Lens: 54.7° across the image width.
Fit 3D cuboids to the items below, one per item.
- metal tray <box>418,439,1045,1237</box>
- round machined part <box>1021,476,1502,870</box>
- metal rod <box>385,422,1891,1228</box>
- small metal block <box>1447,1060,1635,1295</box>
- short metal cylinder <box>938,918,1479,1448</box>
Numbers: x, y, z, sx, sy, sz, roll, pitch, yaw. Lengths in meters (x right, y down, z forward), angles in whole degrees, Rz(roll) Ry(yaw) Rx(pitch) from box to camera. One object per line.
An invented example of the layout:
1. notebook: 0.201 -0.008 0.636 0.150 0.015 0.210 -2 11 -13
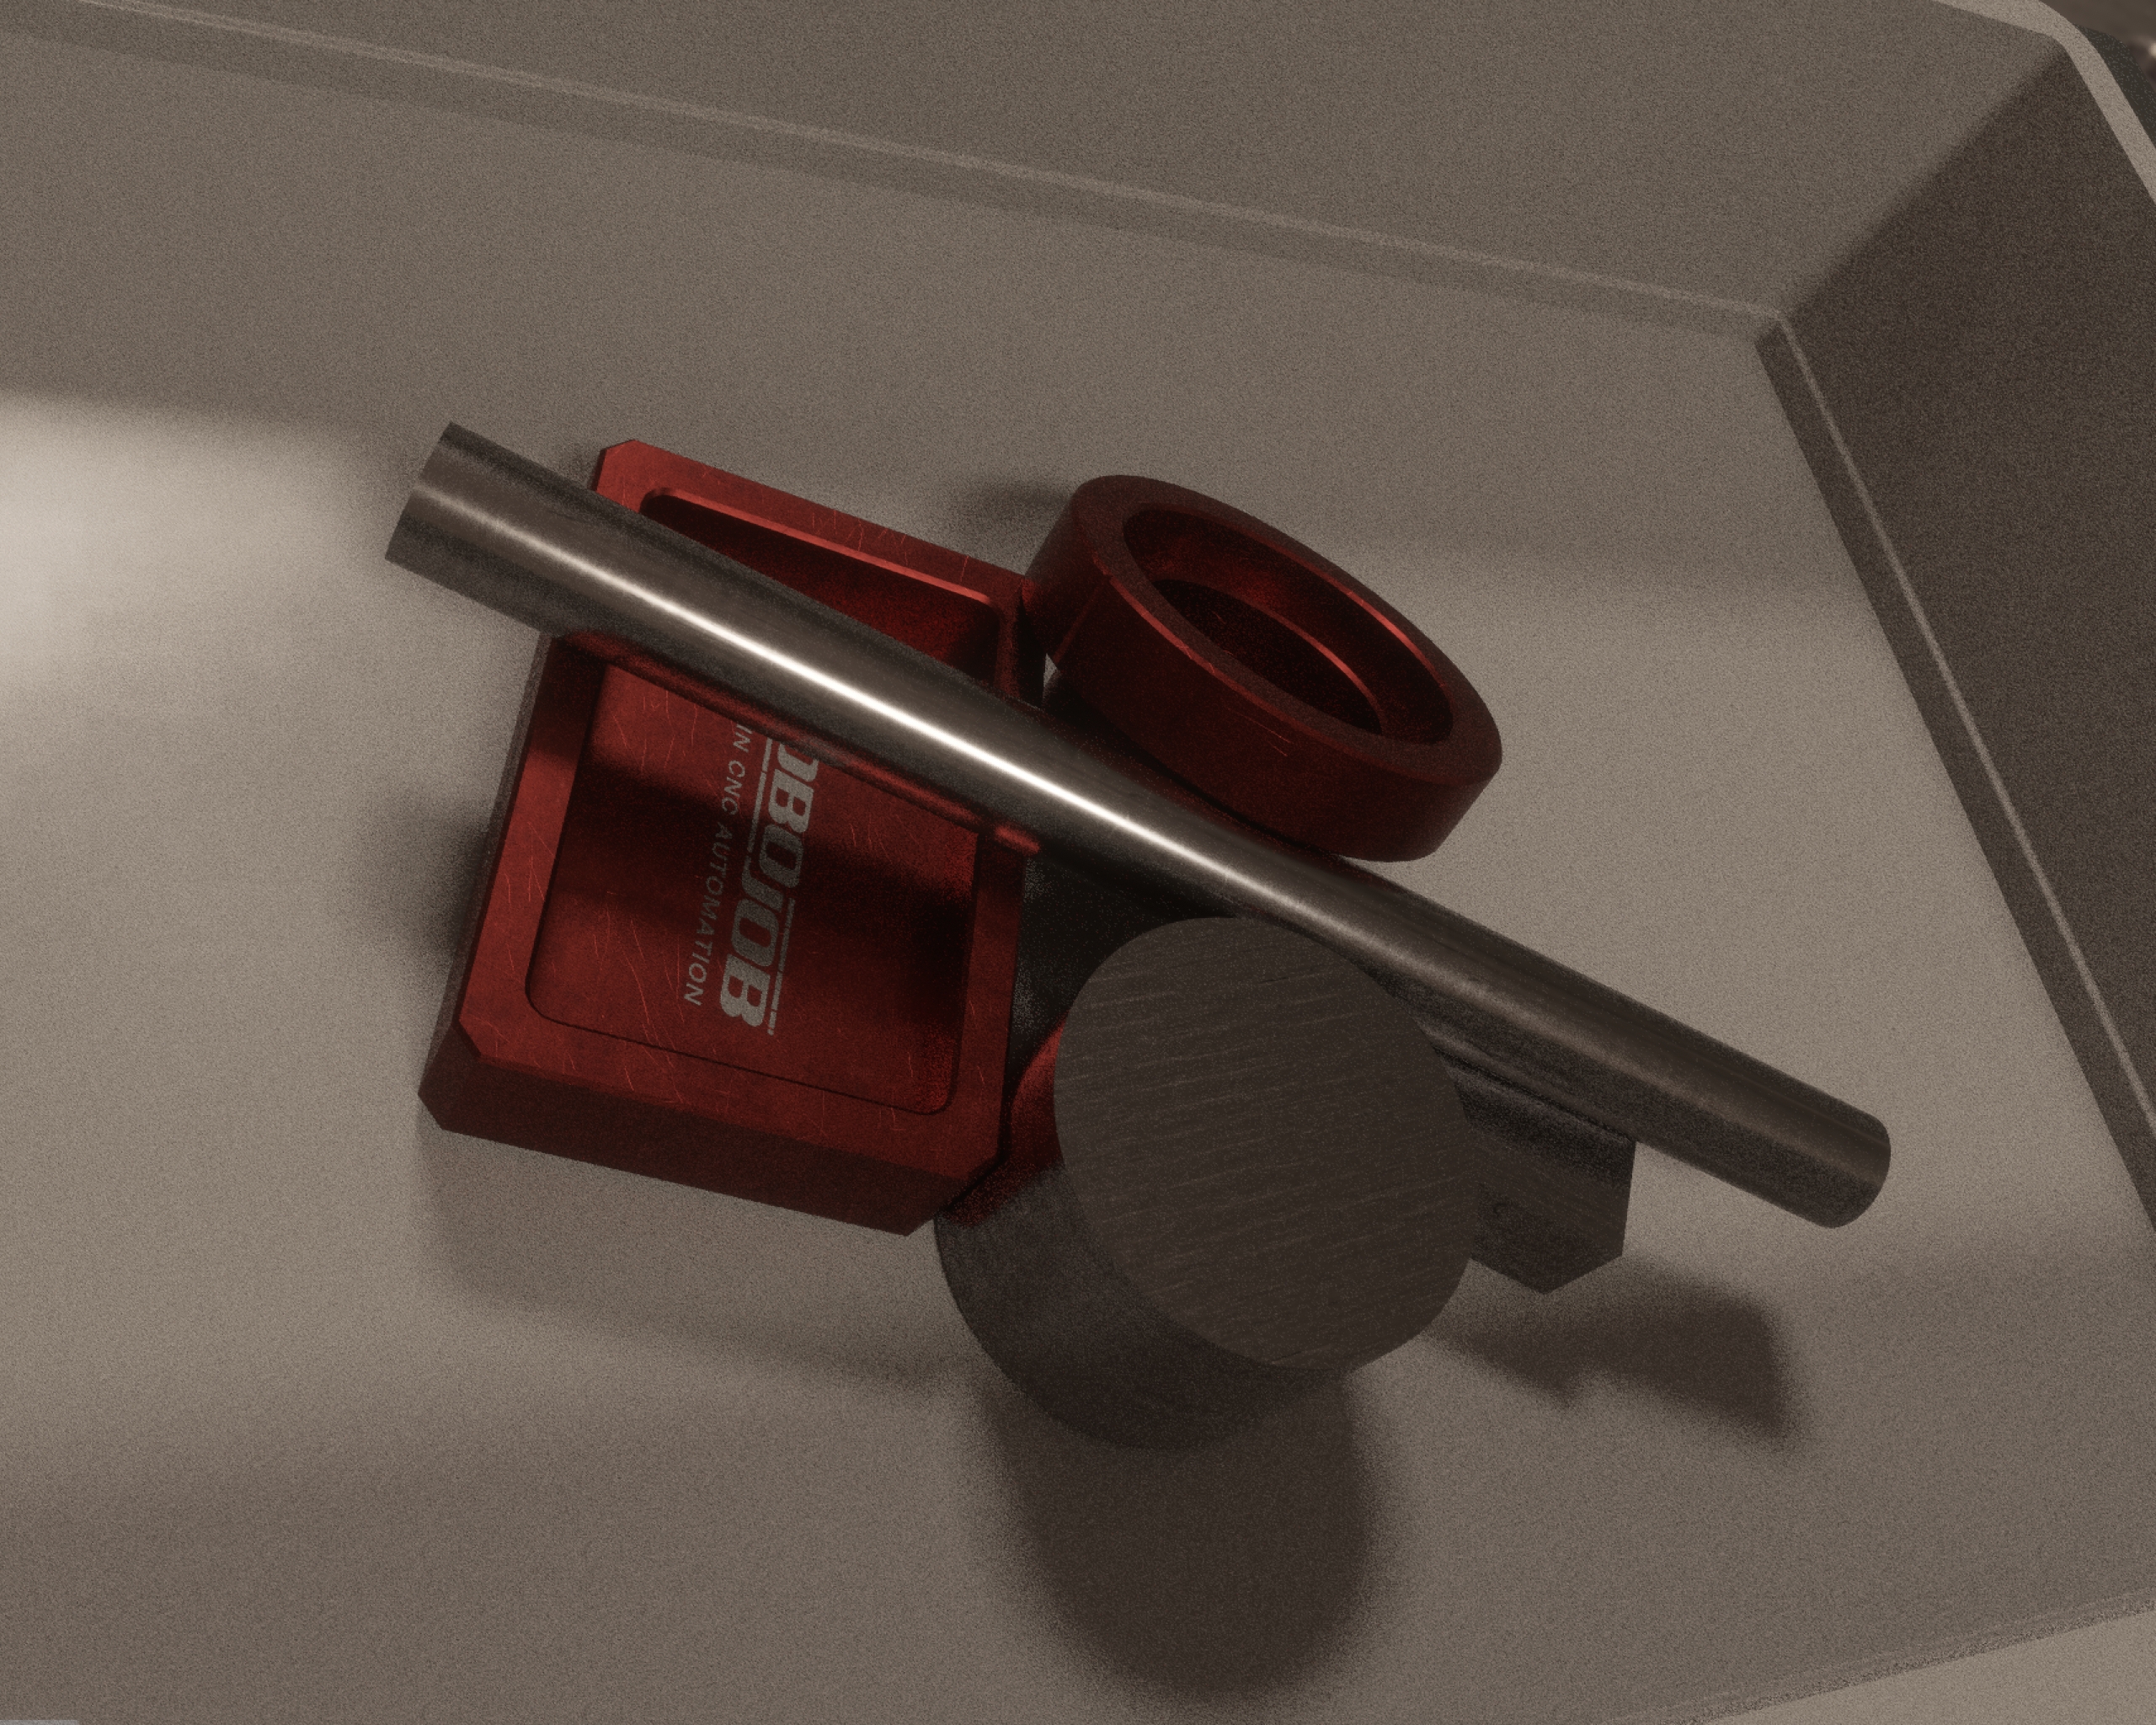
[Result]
1. metal tray: -0.056 -0.007 0.374 0.091 0.030 0.130 17 55 -19
2. round machined part: 0.031 -0.032 0.415 0.098 0.042 0.098 26 27 -14
3. metal rod: 0.024 0.001 0.380 0.302 0.025 0.025 25 53 -16
4. small metal block: 0.084 0.051 0.419 0.050 0.025 0.050 28 52 -11
5. short metal cylinder: 0.022 0.056 0.366 0.081 0.050 0.080 14 56 -21
